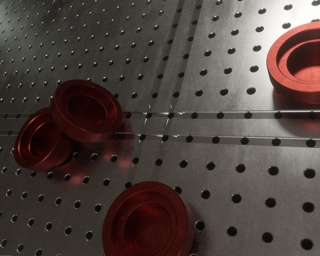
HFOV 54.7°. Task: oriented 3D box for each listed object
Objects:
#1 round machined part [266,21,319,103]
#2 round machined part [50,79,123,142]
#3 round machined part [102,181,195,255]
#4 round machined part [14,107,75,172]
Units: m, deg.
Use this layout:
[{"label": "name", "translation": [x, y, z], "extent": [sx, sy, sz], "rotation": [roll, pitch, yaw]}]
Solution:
[{"label": "round machined part", "translation": [0.174, -0.069, 0.348], "extent": [0.098, 0.042, 0.098], "rotation": [-13, 56, 20]}, {"label": "round machined part", "translation": [-0.106, -0.019, 0.439], "extent": [0.042, 0.099, 0.098], "rotation": [-50, 42, 38]}, {"label": "round machined part", "translation": [-0.009, 0.111, 0.333], "extent": [0.098, 0.042, 0.098], "rotation": [-13, 56, 20]}, {"label": "round machined part", "translation": [-0.168, 0.020, 0.467], "extent": [0.098, 0.042, 0.098], "rotation": [-15, 58, 25]}]
